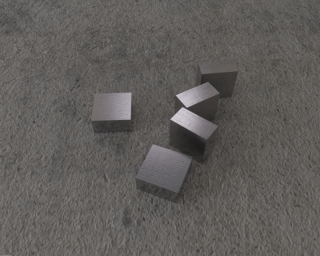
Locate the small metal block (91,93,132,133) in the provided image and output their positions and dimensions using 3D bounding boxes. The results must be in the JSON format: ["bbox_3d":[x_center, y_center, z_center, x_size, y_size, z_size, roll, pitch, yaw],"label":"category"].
[{"bbox_3d":[-0.064,-0.021,0.420,0.050,0.025,0.050,-2,50,-2],"label":"small metal block"}]

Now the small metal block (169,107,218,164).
[{"bbox_3d":[0.040,0.010,0.379,0.050,0.050,0.025,30,56,23],"label":"small metal block"}]

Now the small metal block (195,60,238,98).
[{"bbox_3d":[0.080,-0.068,0.445,0.050,0.050,0.025,-6,51,-5],"label":"small metal block"}]

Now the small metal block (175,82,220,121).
[{"bbox_3d":[0.048,-0.027,0.410,0.050,0.050,0.025,-24,54,-19],"label":"small metal block"}]

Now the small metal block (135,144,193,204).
[{"bbox_3d":[0.006,0.052,0.359,0.050,0.025,0.050,17,52,14],"label":"small metal block"}]
